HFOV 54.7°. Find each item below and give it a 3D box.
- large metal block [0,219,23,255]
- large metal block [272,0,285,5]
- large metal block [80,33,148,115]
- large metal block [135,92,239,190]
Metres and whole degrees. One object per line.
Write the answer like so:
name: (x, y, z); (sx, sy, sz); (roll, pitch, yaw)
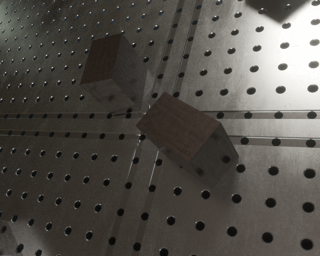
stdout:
large metal block: (-0.238, 0.174, 0.407); (0.080, 0.050, 0.080); (-47, 52, -5)
large metal block: (0.174, -0.238, 0.446); (0.080, 0.050, 0.080); (-38, 51, 2)
large metal block: (-0.063, -0.076, 0.451); (0.050, 0.080, 0.080); (-7, 59, 24)
large metal block: (0.032, 0.015, 0.346); (0.080, 0.080, 0.050); (34, 81, 38)
